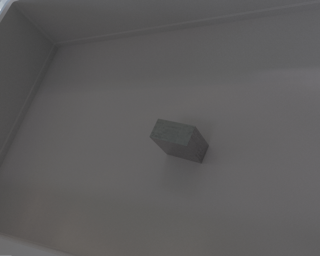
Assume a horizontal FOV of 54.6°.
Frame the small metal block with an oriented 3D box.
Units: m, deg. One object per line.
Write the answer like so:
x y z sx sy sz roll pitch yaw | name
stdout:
0.024 0.016 0.368 0.050 0.050 0.025 12 68 33 | small metal block
